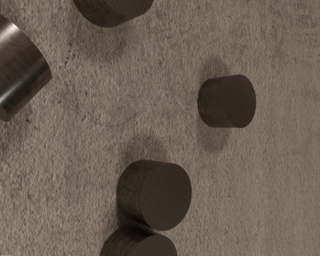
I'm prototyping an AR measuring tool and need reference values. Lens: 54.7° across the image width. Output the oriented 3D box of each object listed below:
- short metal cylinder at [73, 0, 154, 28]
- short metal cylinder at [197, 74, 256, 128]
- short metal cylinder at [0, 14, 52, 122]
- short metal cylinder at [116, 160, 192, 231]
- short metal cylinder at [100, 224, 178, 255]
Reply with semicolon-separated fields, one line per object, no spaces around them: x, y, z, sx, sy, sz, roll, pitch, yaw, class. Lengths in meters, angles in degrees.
-0.052;-0.159;0.346;0.081;0.050;0.079;0;90;-40;short metal cylinder
0.104;-0.040;0.478;0.081;0.050;0.079;0;90;-40;short metal cylinder
-0.139;-0.050;0.253;0.080;0.080;0.050;50;61;-29;short metal cylinder
-0.007;0.081;0.385;0.081;0.050;0.079;0;90;-40;short metal cylinder
-0.025;0.161;0.370;0.081;0.050;0.079;0;90;-40;short metal cylinder
